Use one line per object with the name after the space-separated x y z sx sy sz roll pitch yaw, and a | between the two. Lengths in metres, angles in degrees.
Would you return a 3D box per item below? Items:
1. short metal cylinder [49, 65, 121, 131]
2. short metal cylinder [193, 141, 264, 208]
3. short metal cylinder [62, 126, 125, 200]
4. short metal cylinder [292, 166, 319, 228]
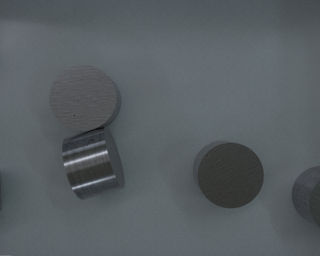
-0.093 -0.036 0.398 0.081 0.050 0.079 0 90 -1 | short metal cylinder
0.086 0.057 0.400 0.081 0.050 0.079 0 90 -1 | short metal cylinder
-0.080 0.043 0.383 0.050 0.080 0.080 -16 90 0 | short metal cylinder
0.222 0.092 0.402 0.081 0.050 0.079 0 90 -1 | short metal cylinder
